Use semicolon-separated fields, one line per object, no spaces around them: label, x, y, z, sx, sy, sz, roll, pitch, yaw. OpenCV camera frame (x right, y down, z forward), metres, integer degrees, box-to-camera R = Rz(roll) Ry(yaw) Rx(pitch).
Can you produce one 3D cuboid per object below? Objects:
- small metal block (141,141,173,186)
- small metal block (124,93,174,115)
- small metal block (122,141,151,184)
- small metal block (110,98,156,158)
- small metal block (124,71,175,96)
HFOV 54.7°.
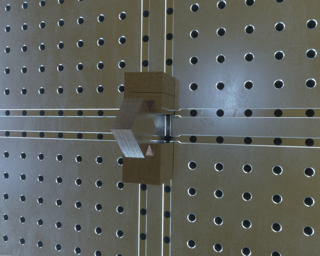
small metal block;-0.003;0.044;0.398;0.025;0.050;0.050;2;91;20
small metal block;-0.013;-0.031;0.402;0.050;0.050;0.025;2;91;19
small metal block;-0.026;0.043;0.407;0.025;0.050;0.050;2;91;20
small metal block;-0.030;0.000;0.365;0.025;0.050;0.050;1;48;20
small metal block;-0.012;-0.056;0.402;0.050;0.050;0.025;2;91;19
